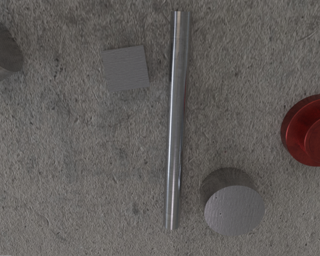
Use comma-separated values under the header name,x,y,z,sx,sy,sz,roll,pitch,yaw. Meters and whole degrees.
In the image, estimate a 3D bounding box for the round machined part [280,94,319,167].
name,x,y,z,sx,sy,sz,roll,pitch,yaw
round machined part,0.215,0.008,0.406,0.099,0.042,0.097,0,110,0

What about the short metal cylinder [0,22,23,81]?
name,x,y,z,sx,sy,sz,roll,pitch,yaw
short metal cylinder,-0.203,-0.087,0.346,0.050,0.080,0.080,-26,108,9

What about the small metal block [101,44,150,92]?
name,x,y,z,sx,sy,sz,roll,pitch,yaw
small metal block,-0.041,-0.074,0.382,0.050,0.025,0.050,-8,110,2

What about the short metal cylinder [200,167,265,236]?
name,x,y,z,sx,sy,sz,roll,pitch,yaw
short metal cylinder,0.099,0.102,0.435,0.081,0.050,0.079,0,110,0

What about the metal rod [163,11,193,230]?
name,x,y,z,sx,sy,sz,roll,pitch,yaw
metal rod,0.021,0.004,0.411,0.025,0.025,0.298,1,110,-1
